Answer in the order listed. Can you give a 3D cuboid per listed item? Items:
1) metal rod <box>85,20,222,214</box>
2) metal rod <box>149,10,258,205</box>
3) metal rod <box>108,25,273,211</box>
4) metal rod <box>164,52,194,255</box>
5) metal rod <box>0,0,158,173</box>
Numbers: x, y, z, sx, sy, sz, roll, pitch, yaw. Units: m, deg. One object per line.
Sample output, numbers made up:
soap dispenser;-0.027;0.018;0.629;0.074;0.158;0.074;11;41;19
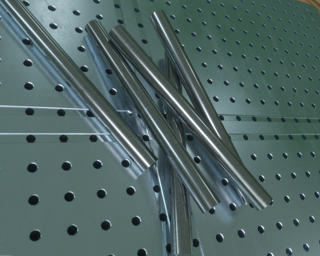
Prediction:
metal rod;-0.019;-0.028;0.396;0.025;0.025;0.299;-19;66;-35
metal rod;0.060;-0.035;0.439;0.025;0.025;0.299;-20;80;-36
metal rod;0.036;-0.017;0.406;0.300;0.025;0.025;50;51;5
metal rod;0.022;0.011;0.414;0.025;0.025;0.299;13;56;-22
metal rod;-0.110;-0.066;0.390;0.300;0.025;0.025;49;51;6
